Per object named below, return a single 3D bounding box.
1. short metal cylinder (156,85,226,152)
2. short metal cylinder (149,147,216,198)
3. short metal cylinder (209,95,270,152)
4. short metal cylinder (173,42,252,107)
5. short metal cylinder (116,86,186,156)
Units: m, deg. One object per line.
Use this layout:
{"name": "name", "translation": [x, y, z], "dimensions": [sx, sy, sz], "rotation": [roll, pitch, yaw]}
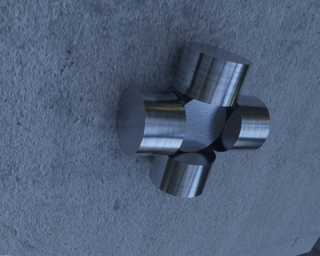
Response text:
{"name": "short metal cylinder", "translation": [0.039, -0.015, 0.406], "dimensions": [0.081, 0.050, 0.079], "rotation": [-14, 125, -21]}
{"name": "short metal cylinder", "translation": [0.030, 0.049, 0.421], "dimensions": [0.081, 0.080, 0.050], "rotation": [0, 118, -29]}
{"name": "short metal cylinder", "translation": [0.102, -0.007, 0.427], "dimensions": [0.050, 0.080, 0.079], "rotation": [2, 118, -30]}
{"name": "short metal cylinder", "translation": [0.061, -0.065, 0.366], "dimensions": [0.081, 0.080, 0.050], "rotation": [1, 118, -30]}
{"name": "short metal cylinder", "translation": [-0.013, -0.007, 0.363], "dimensions": [0.050, 0.080, 0.079], "rotation": [2, 118, -30]}
